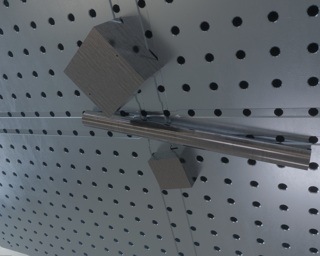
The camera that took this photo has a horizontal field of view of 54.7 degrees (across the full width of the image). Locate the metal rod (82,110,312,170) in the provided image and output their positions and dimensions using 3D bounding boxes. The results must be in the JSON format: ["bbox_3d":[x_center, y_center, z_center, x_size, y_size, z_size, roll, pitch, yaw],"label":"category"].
[{"bbox_3d":[0.029,0.010,0.401,0.301,0.025,0.025,10,123,22],"label":"metal rod"}]

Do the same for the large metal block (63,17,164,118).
[{"bbox_3d":[-0.058,-0.072,0.381,0.080,0.050,0.080,47,129,-5],"label":"large metal block"}]

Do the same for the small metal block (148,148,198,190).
[{"bbox_3d":[0.018,0.058,0.438,0.050,0.025,0.050,-12,113,33],"label":"small metal block"}]
